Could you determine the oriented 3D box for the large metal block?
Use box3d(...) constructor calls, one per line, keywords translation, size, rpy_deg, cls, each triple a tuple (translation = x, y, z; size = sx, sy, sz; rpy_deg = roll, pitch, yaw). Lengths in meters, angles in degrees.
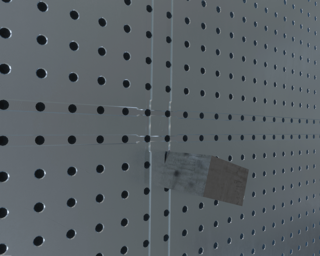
box3d(translation=(0.060, 0.068, 0.423), size=(0.080, 0.080, 0.050), rpy_deg=(22, 76, -38), cls="large metal block")
